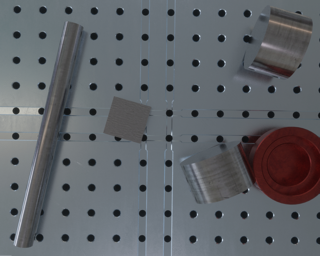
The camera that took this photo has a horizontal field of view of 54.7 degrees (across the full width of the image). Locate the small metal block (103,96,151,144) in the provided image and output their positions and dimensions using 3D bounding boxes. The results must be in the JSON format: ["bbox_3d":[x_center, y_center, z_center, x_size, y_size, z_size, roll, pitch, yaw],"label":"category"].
[{"bbox_3d":[-0.042,-0.011,0.413,0.050,0.025,0.050,16,90,0],"label":"small metal block"}]

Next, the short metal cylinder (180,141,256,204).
[{"bbox_3d":[0.071,0.054,0.387,0.080,0.080,0.050,-22,90,0],"label":"short metal cylinder"}]

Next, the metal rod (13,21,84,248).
[{"bbox_3d":[-0.148,0.008,0.412,0.025,0.025,0.298,13,90,0],"label":"metal rod"}]

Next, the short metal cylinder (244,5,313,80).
[{"bbox_3d":[0.144,-0.106,0.387,0.050,0.080,0.080,16,90,0],"label":"short metal cylinder"}]

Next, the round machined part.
[{"bbox_3d":[0.165,0.047,0.406,0.099,0.042,0.097,0,90,0],"label":"round machined part"}]
